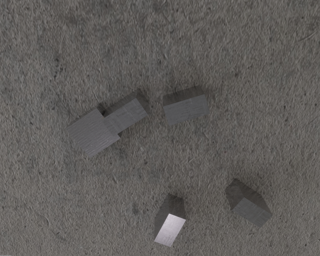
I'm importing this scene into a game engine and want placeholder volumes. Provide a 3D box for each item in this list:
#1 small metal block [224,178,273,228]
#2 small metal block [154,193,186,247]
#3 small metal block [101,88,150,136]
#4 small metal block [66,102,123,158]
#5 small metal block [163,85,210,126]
[{"bbox_3d":[0.123,0.105,0.436,0.050,0.050,0.025,33,107,-12],"label":"small metal block"},{"bbox_3d":[0.013,0.131,0.445,0.025,0.050,0.050,23,109,-8],"label":"small metal block"},{"bbox_3d":[-0.042,-0.021,0.388,0.050,0.050,0.025,-31,107,11],"label":"small metal block"},{"bbox_3d":[-0.086,0.003,0.410,0.050,0.025,0.050,-33,107,11],"label":"small metal block"},{"bbox_3d":[0.031,-0.030,0.386,0.050,0.050,0.025,-16,109,6],"label":"small metal block"}]
